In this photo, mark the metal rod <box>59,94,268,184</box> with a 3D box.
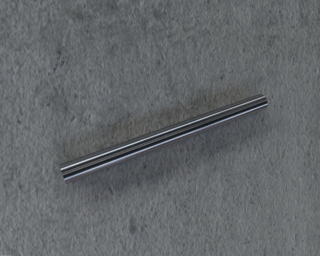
[{"bbox_3d":[0.019,0.008,0.417,0.302,0.025,0.025,-19,97,-19],"label":"metal rod"}]
